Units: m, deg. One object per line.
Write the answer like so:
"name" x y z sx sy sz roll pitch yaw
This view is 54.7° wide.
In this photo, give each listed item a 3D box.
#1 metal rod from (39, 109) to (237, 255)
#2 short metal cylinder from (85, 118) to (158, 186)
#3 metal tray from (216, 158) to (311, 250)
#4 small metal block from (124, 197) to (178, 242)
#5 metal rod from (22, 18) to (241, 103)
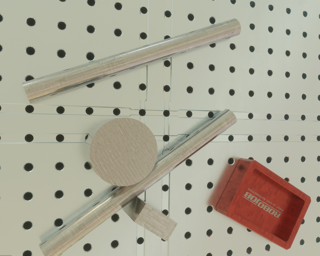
"metal rod" -0.016 0.064 0.407 0.302 0.025 0.025 -35 102 -17
"short metal cylinder" -0.049 0.028 0.382 0.081 0.050 0.079 0 90 -21
"metal tray" 0.160 0.115 0.471 0.130 0.030 0.090 32 79 -18
"small metal block" -0.013 0.114 0.396 0.050 0.050 0.025 36 78 -17
"metal rod" -0.022 -0.094 0.405 0.302 0.025 0.025 -22 98 -19
